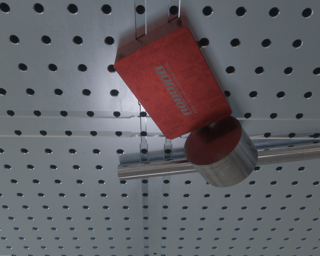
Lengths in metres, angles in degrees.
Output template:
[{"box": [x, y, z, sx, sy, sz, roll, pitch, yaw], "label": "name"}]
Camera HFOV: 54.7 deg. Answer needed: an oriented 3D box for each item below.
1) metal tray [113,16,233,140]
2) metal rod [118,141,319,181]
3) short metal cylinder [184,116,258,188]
[{"box": [0.019, -0.051, 0.365, 0.090, 0.030, 0.130, -23, 127, 18], "label": "metal tray"}, {"box": [0.088, 0.048, 0.453, 0.302, 0.025, 0.025, -7, 130, 5], "label": "metal rod"}, {"box": [0.079, 0.030, 0.402, 0.080, 0.080, 0.050, -27, 125, 20], "label": "short metal cylinder"}]
